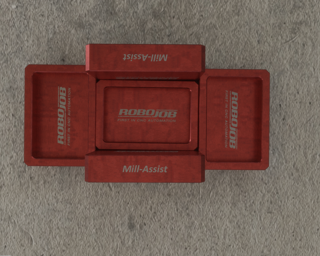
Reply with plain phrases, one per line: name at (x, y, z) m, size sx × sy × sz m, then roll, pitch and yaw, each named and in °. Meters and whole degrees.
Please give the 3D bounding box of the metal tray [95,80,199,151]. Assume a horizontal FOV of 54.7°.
metal tray at (-0.017, -0.016, 0.408) m, size 0.131 × 0.030 × 0.089 m, roll 1°, pitch 90°, yaw -1°

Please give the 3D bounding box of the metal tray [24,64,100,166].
metal tray at (-0.127, -0.016, 0.407) m, size 0.091 × 0.030 × 0.129 m, roll 1°, pitch 90°, yaw -1°

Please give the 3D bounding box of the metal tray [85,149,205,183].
metal tray at (-0.016, 0.044, 0.377) m, size 0.131 × 0.090 × 0.030 m, roll 0°, pitch 90°, yaw -1°

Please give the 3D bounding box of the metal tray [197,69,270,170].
metal tray at (0.095, -0.011, 0.410) m, size 0.091 × 0.030 × 0.129 m, roll 1°, pitch 90°, yaw -1°

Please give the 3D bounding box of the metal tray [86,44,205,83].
metal tray at (-0.016, -0.076, 0.378) m, size 0.131 × 0.090 × 0.030 m, roll 0°, pitch 90°, yaw -1°
